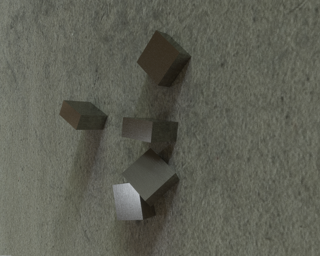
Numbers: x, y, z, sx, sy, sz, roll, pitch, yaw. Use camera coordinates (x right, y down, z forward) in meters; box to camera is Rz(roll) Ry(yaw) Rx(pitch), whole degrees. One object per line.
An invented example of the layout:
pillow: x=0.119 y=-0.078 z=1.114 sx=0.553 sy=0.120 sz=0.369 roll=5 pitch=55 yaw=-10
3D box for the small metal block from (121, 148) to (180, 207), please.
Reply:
small metal block: x=-0.012 y=0.063 z=0.397 sx=0.050 sy=0.025 sz=0.050 roll=-41 pitch=58 yaw=-10

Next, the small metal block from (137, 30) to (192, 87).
small metal block: x=0.004 y=-0.089 z=0.400 sx=0.050 sy=0.025 sz=0.050 roll=51 pitch=119 yaw=27

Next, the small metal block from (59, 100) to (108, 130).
small metal block: x=-0.120 y=-0.020 z=0.485 sx=0.050 sy=0.050 sz=0.025 roll=35 pitch=112 yaw=34

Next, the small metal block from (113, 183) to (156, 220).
small metal block: x=-0.037 y=0.101 z=0.433 sx=0.050 sy=0.025 sz=0.050 roll=-15 pitch=81 yaw=38

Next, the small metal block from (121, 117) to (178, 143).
small metal block: x=-0.013 y=0.002 z=0.397 sx=0.050 sy=0.050 sz=0.025 roll=10 pitch=96 yaw=39
